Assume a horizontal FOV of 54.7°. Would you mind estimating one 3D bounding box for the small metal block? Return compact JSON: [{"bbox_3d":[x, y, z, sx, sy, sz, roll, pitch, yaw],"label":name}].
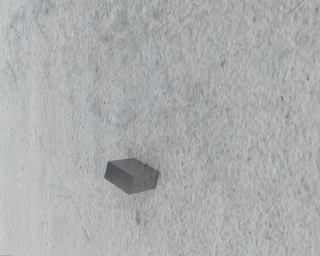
[{"bbox_3d":[-0.038,0.064,0.418,0.050,0.050,0.025,24,105,37],"label":"small metal block"}]
